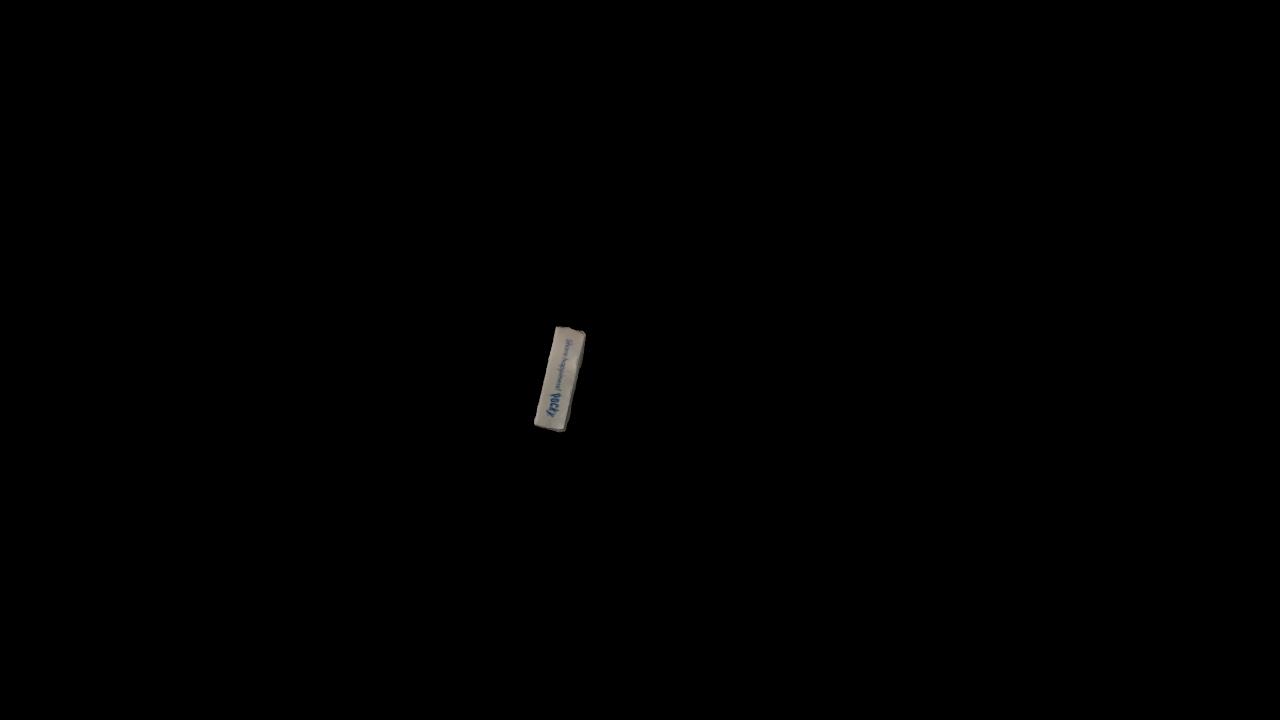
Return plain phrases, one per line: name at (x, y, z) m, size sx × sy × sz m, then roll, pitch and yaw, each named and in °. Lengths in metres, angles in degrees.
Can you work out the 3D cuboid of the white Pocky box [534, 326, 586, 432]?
white Pocky box at (-0.073, 0.020, 0.562) m, size 0.028 × 0.084 × 0.154 m, roll 12°, pitch -5°, yaw -7°
